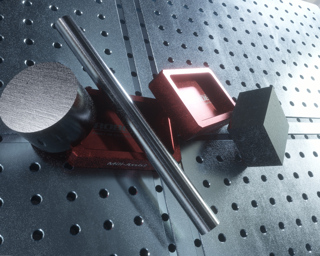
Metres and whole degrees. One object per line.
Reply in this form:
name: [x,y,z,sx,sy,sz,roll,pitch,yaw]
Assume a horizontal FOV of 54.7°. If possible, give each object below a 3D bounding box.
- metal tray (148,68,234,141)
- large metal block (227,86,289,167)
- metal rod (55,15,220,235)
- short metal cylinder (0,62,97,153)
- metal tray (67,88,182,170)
metal tray: [0.054,-0.039,0.433,0.131,0.030,0.090,-16,70,-52]
large metal block: [0.145,-0.001,0.448,0.080,0.050,0.080,55,45,-30]
metal rod: [-0.032,-0.011,0.359,0.025,0.025,0.299,-28,77,-37]
short metal cylinder: [-0.113,-0.021,0.321,0.080,0.050,0.080,-4,63,9]
metal tray: [-0.043,0.003,0.379,0.131,0.030,0.090,6,59,-25]
